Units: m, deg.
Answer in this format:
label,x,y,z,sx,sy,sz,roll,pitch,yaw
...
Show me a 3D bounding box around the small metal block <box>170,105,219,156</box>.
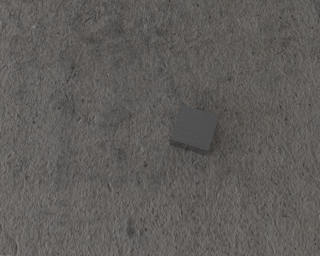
label,x,y,z,sx,sy,sz,roll,pitch,yaw
small metal block,0.044,0.003,0.407,0.050,0.025,0.050,17,71,6
